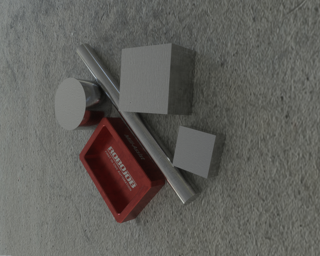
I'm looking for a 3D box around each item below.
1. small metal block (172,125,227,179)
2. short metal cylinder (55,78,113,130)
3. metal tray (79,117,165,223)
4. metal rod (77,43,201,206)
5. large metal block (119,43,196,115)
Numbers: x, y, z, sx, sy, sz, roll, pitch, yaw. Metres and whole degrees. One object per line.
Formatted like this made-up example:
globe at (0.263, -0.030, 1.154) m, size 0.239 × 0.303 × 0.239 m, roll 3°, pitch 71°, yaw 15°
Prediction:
small metal block at (0.046, 0.027, 0.367) m, size 0.050 × 0.025 × 0.050 m, roll 17°, pitch 101°, yaw 38°
short metal cylinder at (-0.121, -0.036, 0.487) m, size 0.080 × 0.050 × 0.079 m, roll 0°, pitch 90°, yaw 39°
metal tray at (-0.060, 0.058, 0.450) m, size 0.130 × 0.030 × 0.090 m, roll 52°, pitch 120°, yaw 27°
metal rod at (-0.043, -0.021, 0.439) m, size 0.025 × 0.025 × 0.300 m, roll -52°, pitch 60°, yaw 27°
large metal block at (-0.004, -0.058, 0.392) m, size 0.080 × 0.050 × 0.079 m, roll 6°, pitch 94°, yaw 39°
